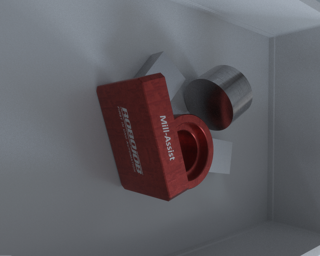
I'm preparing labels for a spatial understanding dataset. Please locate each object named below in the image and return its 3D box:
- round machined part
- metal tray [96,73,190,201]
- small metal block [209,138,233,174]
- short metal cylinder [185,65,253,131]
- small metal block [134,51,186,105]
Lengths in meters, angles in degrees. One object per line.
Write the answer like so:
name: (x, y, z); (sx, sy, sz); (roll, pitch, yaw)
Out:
round machined part: (0.023, 0.030, 0.413); (0.099, 0.042, 0.097); (0, 90, -40)
metal tray: (-0.021, 0.010, 0.346); (0.030, 0.090, 0.129); (-22, 104, -38)
small metal block: (0.084, 0.043, 0.477); (0.050, 0.025, 0.050); (12, 82, -38)
short metal cylinder: (0.083, -0.043, 0.440); (0.050, 0.080, 0.080); (-36, 113, -34)
small metal block: (-0.001, -0.063, 0.406); (0.050, 0.025, 0.050); (47, 62, -28)
